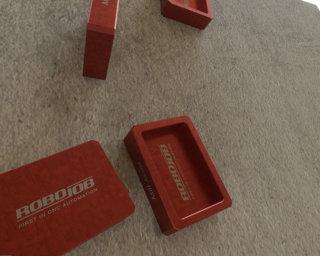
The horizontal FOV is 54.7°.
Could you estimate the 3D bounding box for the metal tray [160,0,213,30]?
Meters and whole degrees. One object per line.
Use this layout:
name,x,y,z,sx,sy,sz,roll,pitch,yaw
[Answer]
metal tray,0.047,-0.251,0.580,0.091,0.030,0.130,11,57,-23

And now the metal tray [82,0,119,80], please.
metal tray,-0.075,-0.140,0.405,0.030,0.089,0.130,9,58,-13

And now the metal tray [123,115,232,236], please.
metal tray,0.021,0.052,0.381,0.091,0.030,0.130,-13,68,-34

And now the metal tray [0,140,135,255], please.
metal tray,-0.101,0.074,0.301,0.131,0.030,0.090,-22,74,-36
